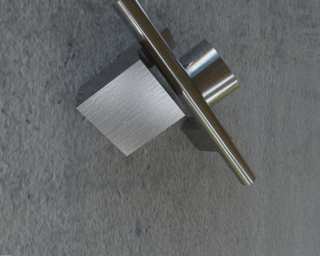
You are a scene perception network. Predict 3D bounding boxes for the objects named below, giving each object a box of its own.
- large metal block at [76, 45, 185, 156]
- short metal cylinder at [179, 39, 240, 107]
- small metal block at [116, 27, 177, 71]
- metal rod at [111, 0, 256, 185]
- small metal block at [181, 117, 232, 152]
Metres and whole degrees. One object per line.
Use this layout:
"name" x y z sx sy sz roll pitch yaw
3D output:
"large metal block" -0.032 -0.029 0.341 0.080 0.050 0.080 -36 121 10
"short metal cylinder" 0.063 -0.072 0.417 0.050 0.080 0.080 -37 121 12
"small metal block" -0.016 -0.094 0.378 0.050 0.050 0.025 -46 118 -30
"metal rod" 0.045 -0.029 0.381 0.300 0.025 0.025 51 60 -28
"small metal block" 0.067 0.009 0.445 0.050 0.050 0.025 48 61 -30
